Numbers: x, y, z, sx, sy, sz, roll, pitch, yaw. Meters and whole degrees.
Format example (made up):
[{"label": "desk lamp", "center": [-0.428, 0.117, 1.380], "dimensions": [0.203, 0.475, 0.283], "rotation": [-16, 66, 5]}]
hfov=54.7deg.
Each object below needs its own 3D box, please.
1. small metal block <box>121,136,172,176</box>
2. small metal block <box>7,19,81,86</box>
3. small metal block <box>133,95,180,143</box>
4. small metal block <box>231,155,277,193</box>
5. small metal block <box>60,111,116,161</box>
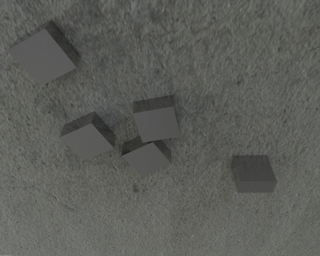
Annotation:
[{"label": "small metal block", "center": [-0.018, 0.036, 0.438], "dimensions": [0.050, 0.025, 0.050], "rotation": [-25, 126, 19]}, {"label": "small metal block", "center": [-0.124, -0.081, 0.337], "dimensions": [0.050, 0.025, 0.050], "rotation": [-22, 127, 17]}, {"label": "small metal block", "center": [-0.004, -0.011, 0.398], "dimensions": [0.050, 0.025, 0.050], "rotation": [-9, 130, 7]}, {"label": "small metal block", "center": [0.135, 0.066, 0.449], "dimensions": [0.050, 0.050, 0.025], "rotation": [-1, 130, 0]}, {"label": "small metal block", "center": [-0.095, 0.012, 0.416], "dimensions": [0.050, 0.025, 0.050], "rotation": [-23, 127, 17]}]
